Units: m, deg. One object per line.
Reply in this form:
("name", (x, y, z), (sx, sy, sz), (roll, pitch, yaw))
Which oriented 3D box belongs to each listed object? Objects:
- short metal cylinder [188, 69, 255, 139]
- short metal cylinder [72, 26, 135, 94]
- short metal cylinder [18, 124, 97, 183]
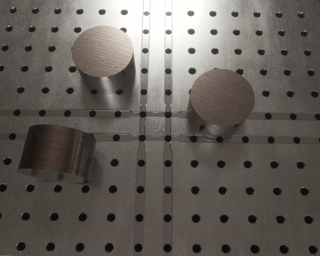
("short metal cylinder", (0.078, -0.031, 0.411), (0.081, 0.050, 0.080), (0, 70, -1))
("short metal cylinder", (-0.076, -0.094, 0.432), (0.081, 0.050, 0.080), (0, 70, 0))
("short metal cylinder", (-0.120, 0.033, 0.369), (0.080, 0.080, 0.050), (6, 70, 2))
